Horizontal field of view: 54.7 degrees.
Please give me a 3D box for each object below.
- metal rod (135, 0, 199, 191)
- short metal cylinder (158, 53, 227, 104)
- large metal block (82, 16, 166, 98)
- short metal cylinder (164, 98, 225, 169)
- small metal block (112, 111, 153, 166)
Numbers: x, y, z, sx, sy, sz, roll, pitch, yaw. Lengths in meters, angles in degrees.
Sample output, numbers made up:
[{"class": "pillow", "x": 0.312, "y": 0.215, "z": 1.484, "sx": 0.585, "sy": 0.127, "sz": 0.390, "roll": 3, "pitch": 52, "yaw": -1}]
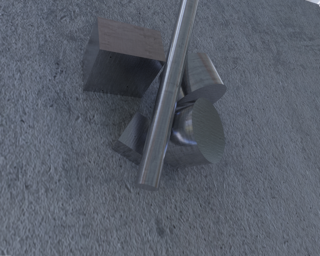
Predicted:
[{"class": "metal rod", "x": 0.017, "y": -0.073, "z": 0.376, "sx": 0.025, "sy": 0.025, "sz": 0.299, "roll": 21, "pitch": 65, "yaw": -16}, {"class": "short metal cylinder", "x": 0.044, "y": -0.059, "z": 0.428, "sx": 0.081, "sy": 0.080, "sz": 0.050, "roll": -10, "pitch": 67, "yaw": -33}, {"class": "large metal block", "x": -0.049, "y": -0.085, "z": 0.394, "sx": 0.081, "sy": 0.080, "sz": 0.050, "roll": 5, "pitch": 60, "yaw": -26}, {"class": "short metal cylinder", "x": 0.039, "y": 0.007, "z": 0.383, "sx": 0.080, "sy": 0.050, "sz": 0.080, "roll": 25, "pitch": 58, "yaw": -49}, {"class": "small metal block", "x": -0.023, "y": 0.016, "z": 0.382, "sx": 0.050, "sy": 0.025, "sz": 0.050, "roll": 34, "pitch": 51, "yaw": -6}]
